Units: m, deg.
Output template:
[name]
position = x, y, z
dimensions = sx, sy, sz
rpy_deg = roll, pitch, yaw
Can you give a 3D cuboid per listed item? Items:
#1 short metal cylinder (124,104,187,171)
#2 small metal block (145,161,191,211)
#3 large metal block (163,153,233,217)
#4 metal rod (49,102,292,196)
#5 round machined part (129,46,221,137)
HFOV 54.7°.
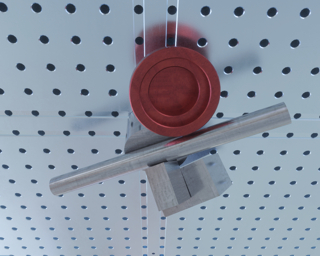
[short metal cylinder]
position = -0.004, 0.013, 0.406
dimensions = 0.081, 0.050, 0.079
rpy_deg = 0, 130, 0
[small metal block]
position = 0.010, 0.068, 0.373
dimensions = 0.025, 0.050, 0.050
rpy_deg = -23, 169, 18
[large metal block]
position = 0.046, 0.077, 0.431
dimensions = 0.080, 0.050, 0.080
rpy_deg = -28, 170, 22
[metal rod]
position = 0.000, 0.031, 0.371
dimensions = 0.301, 0.025, 0.025
rpy_deg = -19, 128, 15
[round machined part]
position = 0.015, -0.043, 0.349
dimensions = 0.099, 0.042, 0.097
rpy_deg = -2, 108, -6
